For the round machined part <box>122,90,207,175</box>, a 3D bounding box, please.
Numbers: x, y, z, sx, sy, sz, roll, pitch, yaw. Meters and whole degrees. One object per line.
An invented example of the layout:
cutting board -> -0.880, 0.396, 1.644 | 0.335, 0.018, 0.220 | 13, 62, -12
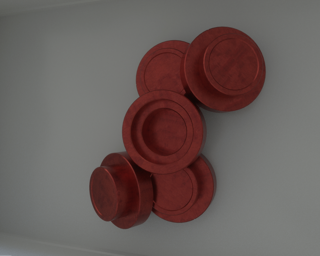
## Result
round machined part -> 0.008, 0.005, 0.373 | 0.098, 0.042, 0.097 | 0, 90, 19

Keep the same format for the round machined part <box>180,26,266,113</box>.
round machined part -> 0.075, -0.067, 0.350 | 0.099, 0.042, 0.097 | 0, 87, -11

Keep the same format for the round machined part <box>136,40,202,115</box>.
round machined part -> 0.014, -0.063, 0.394 | 0.098, 0.042, 0.097 | 0, 90, 19

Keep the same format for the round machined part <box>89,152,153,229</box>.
round machined part -> -0.056, 0.081, 0.396 | 0.098, 0.042, 0.097 | 6, 98, 49

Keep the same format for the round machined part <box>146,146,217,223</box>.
round machined part -> 0.019, 0.072, 0.392 | 0.098, 0.042, 0.097 | 0, 90, 19
